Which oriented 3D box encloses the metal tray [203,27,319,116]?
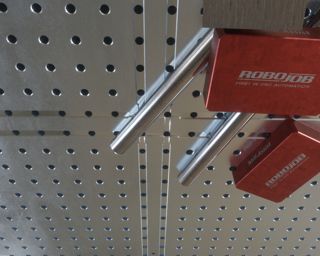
[{"bbox_3d":[0.117,-0.059,0.326,0.131,0.030,0.089,2,130,-3],"label":"metal tray"}]

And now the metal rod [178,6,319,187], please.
[{"bbox_3d":[0.107,-0.021,0.395,0.025,0.025,0.298,21,127,-18],"label":"metal rod"}]

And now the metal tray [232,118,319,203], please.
[{"bbox_3d":[0.181,0.053,0.456,0.091,0.030,0.129,22,127,-19],"label":"metal tray"}]

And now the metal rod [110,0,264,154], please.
[{"bbox_3d":[0.031,-0.065,0.356,0.025,0.025,0.299,29,124,-23],"label":"metal rod"}]

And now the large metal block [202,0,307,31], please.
[{"bbox_3d":[0.082,-0.129,0.262,0.080,0.050,0.079,7,118,15],"label":"large metal block"}]
